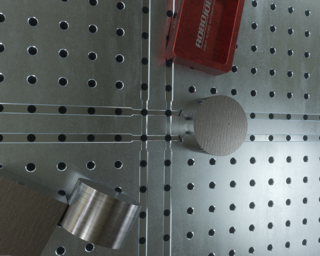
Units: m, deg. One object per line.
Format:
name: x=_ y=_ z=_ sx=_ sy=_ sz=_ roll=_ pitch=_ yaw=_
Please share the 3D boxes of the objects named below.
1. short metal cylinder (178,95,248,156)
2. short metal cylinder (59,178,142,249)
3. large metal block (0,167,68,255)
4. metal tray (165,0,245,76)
short metal cylinder: x=0.071 y=-0.003 z=0.426 sx=0.081 sy=0.050 sz=0.079 roll=0 pitch=90 yaw=-20
short metal cylinder: x=-0.068 y=0.097 z=0.359 sx=0.080 sy=0.080 sz=0.050 roll=26 pitch=82 yaw=-18
large metal block: x=-0.160 y=0.099 z=0.341 sx=0.080 sy=0.050 sz=0.080 roll=30 pitch=80 yaw=-18
metal tray: x=0.065 y=-0.148 z=0.433 sx=0.091 sy=0.030 sz=0.129 roll=13 pitch=86 yaw=-20
